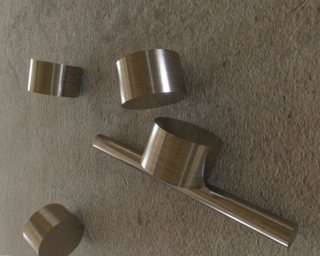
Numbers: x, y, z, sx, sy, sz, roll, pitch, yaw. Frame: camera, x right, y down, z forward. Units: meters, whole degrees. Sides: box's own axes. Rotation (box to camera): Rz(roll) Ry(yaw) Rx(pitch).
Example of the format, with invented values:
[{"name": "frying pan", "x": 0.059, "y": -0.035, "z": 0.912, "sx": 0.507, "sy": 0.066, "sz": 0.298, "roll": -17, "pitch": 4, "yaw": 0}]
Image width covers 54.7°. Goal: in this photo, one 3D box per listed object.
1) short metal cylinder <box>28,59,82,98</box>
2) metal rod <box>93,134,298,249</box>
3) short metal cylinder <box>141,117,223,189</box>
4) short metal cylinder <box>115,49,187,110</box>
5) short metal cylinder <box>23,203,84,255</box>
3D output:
[{"name": "short metal cylinder", "x": -0.173, "y": -0.081, "z": 0.512, "sx": 0.080, "sy": 0.081, "sz": 0.050, "roll": 16, "pitch": 100, "yaw": 39}, {"name": "metal rod", "x": 0.017, "y": 0.063, "z": 0.390, "sx": 0.300, "sy": 0.025, "sz": 0.025, "roll": 21, "pitch": 103, "yaw": 38}, {"name": "short metal cylinder", "x": 0.024, "y": 0.026, "z": 0.349, "sx": 0.080, "sy": 0.081, "sz": 0.050, "roll": 30, "pitch": 109, "yaw": 36}, {"name": "short metal cylinder", "x": -0.011, "y": -0.056, "z": 0.378, "sx": 0.080, "sy": 0.081, "sz": 0.050, "roll": -16, "pitch": 80, "yaw": 39}, {"name": "short metal cylinder", "x": -0.175, "y": 0.174, "z": 0.514, "sx": 0.050, "sy": 0.081, "sz": 0.079, "roll": 26, "pitch": 106, "yaw": 37}]
